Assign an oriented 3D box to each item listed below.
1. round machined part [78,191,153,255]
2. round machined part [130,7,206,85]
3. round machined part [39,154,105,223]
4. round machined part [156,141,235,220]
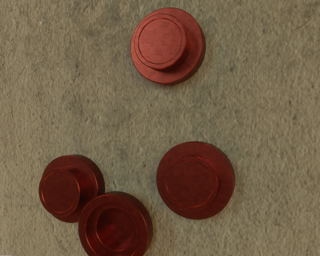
[{"bbox_3d":[-0.056,0.133,0.417,0.098,0.042,0.097,1,92,17],"label":"round machined part"},{"bbox_3d":[0.006,-0.106,0.397,0.098,0.042,0.097,0,90,19],"label":"round machined part"},{"bbox_3d":[-0.133,0.088,0.445,0.098,0.042,0.097,0,90,19],"label":"round machined part"},{"bbox_3d":[0.041,0.066,0.385,0.098,0.042,0.097,0,90,19],"label":"round machined part"}]
